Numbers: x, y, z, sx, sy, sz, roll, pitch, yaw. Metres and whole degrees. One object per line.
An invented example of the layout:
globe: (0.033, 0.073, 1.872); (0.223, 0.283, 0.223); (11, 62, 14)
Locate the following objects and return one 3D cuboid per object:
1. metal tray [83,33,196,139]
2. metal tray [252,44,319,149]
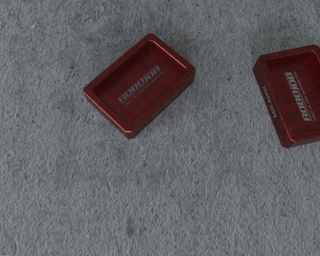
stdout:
metal tray: (-0.026, -0.060, 0.426); (0.090, 0.030, 0.130); (42, 75, 14)
metal tray: (0.192, -0.045, 0.422); (0.091, 0.030, 0.130); (-12, 71, -5)
